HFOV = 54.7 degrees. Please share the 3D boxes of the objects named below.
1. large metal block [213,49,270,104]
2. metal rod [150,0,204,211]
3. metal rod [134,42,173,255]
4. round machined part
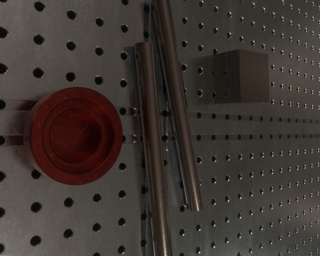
[{"bbox_3d":[0.135,-0.081,0.508,0.081,0.050,0.079,-4,93,-40],"label":"large metal block"},{"bbox_3d":[0.026,-0.028,0.432,0.025,0.025,0.298,-18,101,-39],"label":"metal rod"},{"bbox_3d":[-0.007,0.041,0.404,0.025,0.025,0.298,-9,96,-40],"label":"metal rod"},{"bbox_3d":[-0.091,0.008,0.323,0.099,0.042,0.097,0,90,-40],"label":"round machined part"}]
